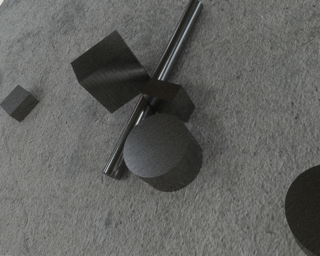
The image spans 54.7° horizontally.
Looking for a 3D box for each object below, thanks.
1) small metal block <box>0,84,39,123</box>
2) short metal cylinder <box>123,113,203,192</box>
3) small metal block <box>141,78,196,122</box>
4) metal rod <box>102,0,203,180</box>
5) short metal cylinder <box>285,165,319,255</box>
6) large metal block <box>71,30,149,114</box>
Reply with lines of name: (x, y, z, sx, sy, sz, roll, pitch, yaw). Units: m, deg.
small metal block: (-0.257, -0.046, 0.567, 0.050, 0.025, 0.050, 33, 80, 38)
short metal cylinder: (0.004, 0.030, 0.367, 0.080, 0.050, 0.080, -13, 56, 21)
small metal block: (0.012, -0.036, 0.404, 0.050, 0.050, 0.025, 20, 73, 35)
metal rod: (-0.003, -0.067, 0.446, 0.025, 0.025, 0.300, 13, 68, 33)
short metal cylinder: (0.151, 0.076, 0.262, 0.080, 0.050, 0.080, -13, 56, 21)
large metal block: (-0.068, -0.080, 0.453, 0.080, 0.080, 0.050, -35, 51, 5)
